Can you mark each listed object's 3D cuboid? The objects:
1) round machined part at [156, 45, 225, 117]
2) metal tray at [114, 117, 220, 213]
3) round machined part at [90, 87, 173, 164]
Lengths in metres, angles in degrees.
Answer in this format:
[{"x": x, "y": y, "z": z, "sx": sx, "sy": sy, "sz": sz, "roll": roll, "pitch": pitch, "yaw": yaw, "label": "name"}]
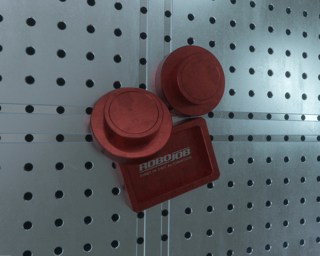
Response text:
[{"x": 0.047, "y": -0.064, "z": 0.422, "sx": 0.099, "sy": 0.042, "sz": 0.097, "roll": 0, "pitch": 90, "yaw": -21, "label": "round machined part"}, {"x": 0.009, "y": 0.045, "z": 0.414, "sx": 0.131, "sy": 0.030, "sz": 0.089, "roll": -18, "pitch": 96, "yaw": -20, "label": "metal tray"}, {"x": -0.033, "y": -0.009, "z": 0.370, "sx": 0.099, "sy": 0.042, "sz": 0.098, "roll": 5, "pitch": 62, "yaw": -9, "label": "round machined part"}]
